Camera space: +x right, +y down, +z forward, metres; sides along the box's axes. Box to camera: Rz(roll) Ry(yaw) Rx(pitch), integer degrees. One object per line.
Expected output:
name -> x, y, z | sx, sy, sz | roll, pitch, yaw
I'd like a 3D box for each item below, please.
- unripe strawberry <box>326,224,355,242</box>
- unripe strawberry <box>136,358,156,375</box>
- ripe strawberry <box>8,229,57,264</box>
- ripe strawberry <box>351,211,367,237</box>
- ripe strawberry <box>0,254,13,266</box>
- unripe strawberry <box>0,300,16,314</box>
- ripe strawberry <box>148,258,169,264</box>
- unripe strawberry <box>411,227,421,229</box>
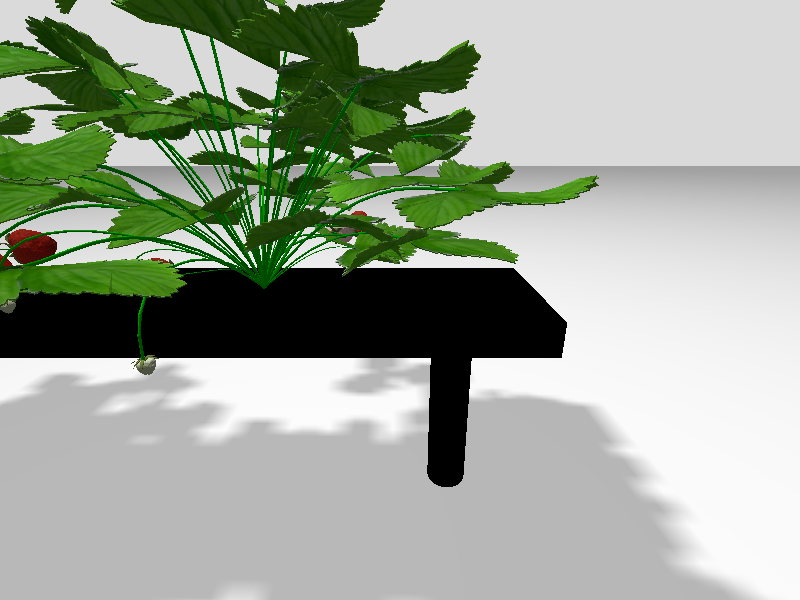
unripe strawberry -> -0.080, -0.095, 0.544 | 0.040, 0.034, 0.040 | 5, 20, 12
unripe strawberry -> -0.141, 0.037, 0.222 | 0.009, 0.010, 0.010 | 2, 20, 5
ripe strawberry -> -0.401, -0.058, 0.439 | 0.038, 0.040, 0.035 | -9, 22, -24
ripe strawberry -> -0.059, -0.112, 0.586 | 0.033, 0.038, 0.036 | 6, 21, 14
ripe strawberry -> -0.370, -0.025, 0.364 | 0.035, 0.035, 0.033 | 33, 17, -11
unripe strawberry -> -0.298, 0.005, 0.304 | 0.010, 0.010, 0.011 | -8, 22, -20
ripe strawberry -> -0.220, -0.023, 0.357 | 0.030, 0.029, 0.033 | -2, 20, -4
unripe strawberry -> 0.024, -0.082, 0.523 | 0.028, 0.026, 0.026 | 17, 26, 38
